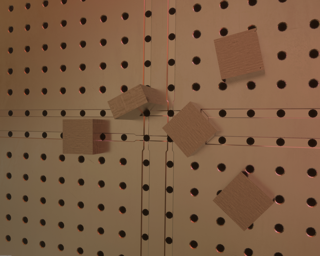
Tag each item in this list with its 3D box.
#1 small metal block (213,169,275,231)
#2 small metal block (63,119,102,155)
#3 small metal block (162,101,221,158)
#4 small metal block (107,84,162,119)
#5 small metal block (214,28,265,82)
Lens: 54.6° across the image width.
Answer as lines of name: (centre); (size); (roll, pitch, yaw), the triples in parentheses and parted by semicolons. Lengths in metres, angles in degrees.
small metal block: (0.102, 0.086, 0.377); (0.050, 0.025, 0.050); (44, 104, 14)
small metal block: (-0.113, 0.012, 0.453); (0.050, 0.025, 0.050); (0, 90, 20)
small metal block: (0.040, 0.002, 0.399); (0.050, 0.025, 0.050); (-44, 77, 15)
small metal block: (-0.033, -0.033, 0.411); (0.050, 0.050, 0.025); (-26, 82, 18)
small metal block: (0.097, -0.087, 0.378); (0.050, 0.025, 0.050); (-12, 86, 19)
